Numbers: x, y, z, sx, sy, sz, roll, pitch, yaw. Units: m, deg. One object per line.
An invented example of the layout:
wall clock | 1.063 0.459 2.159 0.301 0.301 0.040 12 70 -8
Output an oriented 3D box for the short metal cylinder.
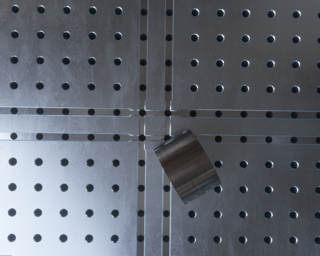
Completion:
short metal cylinder | 0.033 0.047 0.386 0.050 0.080 0.080 -30 90 0
